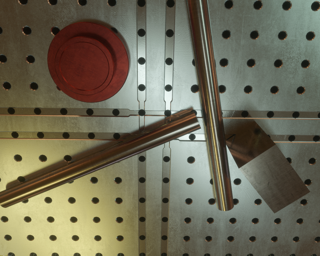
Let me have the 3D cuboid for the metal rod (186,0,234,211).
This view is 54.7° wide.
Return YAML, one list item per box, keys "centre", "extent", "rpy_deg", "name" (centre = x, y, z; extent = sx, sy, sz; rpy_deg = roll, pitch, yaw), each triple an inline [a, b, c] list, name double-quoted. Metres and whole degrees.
- centre: [0.068, -0.022, 0.406]
  extent: [0.025, 0.025, 0.298]
  rpy_deg: [-10, 110, 3]
  name: "metal rod"

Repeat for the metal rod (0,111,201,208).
- centre: [-0.088, 0.046, 0.429]
  extent: [0.301, 0.025, 0.025]
  rpy_deg: [-23, 109, 7]
  name: "metal rod"

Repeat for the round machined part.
- centre: [-0.087, -0.077, 0.375]
  extent: [0.099, 0.042, 0.097]
  rpy_deg: [0, 110, -1]
  name: "round machined part"

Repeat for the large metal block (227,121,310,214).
- centre: [0.136, 0.048, 0.404]
  extent: [0.050, 0.080, 0.080]
  rpy_deg: [-37, 106, 12]
  name: "large metal block"
